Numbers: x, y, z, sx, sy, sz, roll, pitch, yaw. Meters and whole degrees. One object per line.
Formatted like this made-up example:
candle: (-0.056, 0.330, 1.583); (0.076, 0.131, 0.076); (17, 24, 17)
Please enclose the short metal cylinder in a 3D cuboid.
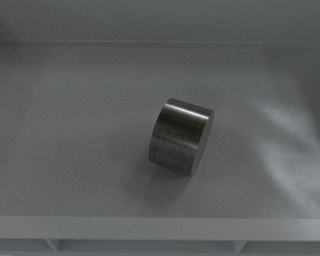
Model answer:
short metal cylinder: (0.026, 0.010, 0.361); (0.050, 0.080, 0.080); (18, 52, 14)
